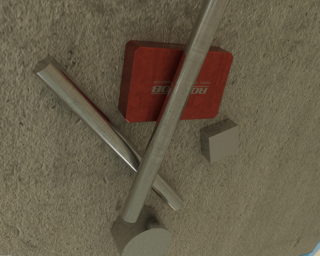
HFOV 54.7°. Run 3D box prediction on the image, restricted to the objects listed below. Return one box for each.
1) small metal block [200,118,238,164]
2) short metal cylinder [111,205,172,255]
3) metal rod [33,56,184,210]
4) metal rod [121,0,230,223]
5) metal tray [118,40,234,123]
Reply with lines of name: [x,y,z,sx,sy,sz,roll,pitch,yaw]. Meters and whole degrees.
small metal block: [0.090,0.019,0.468,0.050,0.025,0.050,-21,127,-16]
short metal cylinder: [-0.029,0.167,0.478,0.081,0.050,0.079,-14,124,-21]
metal rod: [-0.044,0.029,0.400,0.025,0.025,0.300,-39,130,-2]
metal rod: [0.010,-0.010,0.366,0.025,0.025,0.298,8,115,-32]
metal tray: [0.019,-0.055,0.380,0.131,0.030,0.089,-4,120,-27]
